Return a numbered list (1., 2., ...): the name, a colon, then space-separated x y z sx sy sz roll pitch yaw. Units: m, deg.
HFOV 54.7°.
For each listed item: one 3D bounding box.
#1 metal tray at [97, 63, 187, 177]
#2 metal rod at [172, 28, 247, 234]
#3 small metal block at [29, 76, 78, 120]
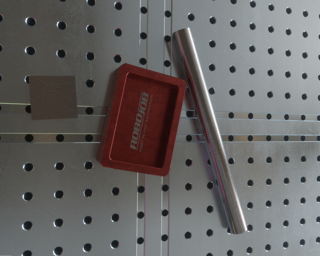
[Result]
1. metal tray: -0.023 -0.009 0.402 0.091 0.030 0.129 13 86 -20
2. metal rod: 0.073 0.009 0.440 0.025 0.025 0.298 -19 97 -19
3. small metal block: -0.126 -0.035 0.366 0.050 0.025 0.050 -4 92 -20
